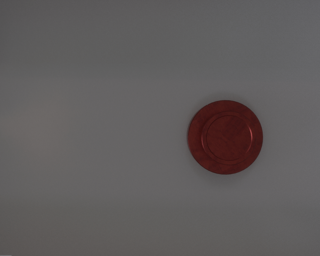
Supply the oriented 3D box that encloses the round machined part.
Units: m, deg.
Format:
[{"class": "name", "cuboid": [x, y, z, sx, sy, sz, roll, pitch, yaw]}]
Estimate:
[{"class": "round machined part", "cuboid": [0.086, 0.012, 0.403, 0.099, 0.042, 0.097, 0, 90, 0]}]
